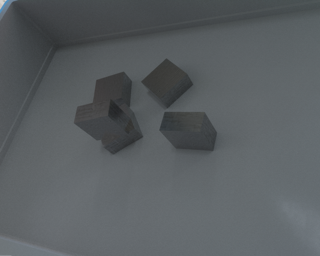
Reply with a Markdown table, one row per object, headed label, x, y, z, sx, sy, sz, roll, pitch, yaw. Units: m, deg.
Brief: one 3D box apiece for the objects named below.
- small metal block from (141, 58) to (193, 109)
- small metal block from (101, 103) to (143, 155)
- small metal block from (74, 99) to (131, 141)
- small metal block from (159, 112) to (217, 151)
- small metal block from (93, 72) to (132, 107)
| label | x | y | z | sx | sy | sz | roll | pitch | yaw |
| --- | --- | --- | --- | --- | --- | --- | --- | --- | --- |
| small metal block | 0.010 | -0.064 | 0.440 | 0.050 | 0.025 | 0.050 | -43 | 51 | -2 |
| small metal block | -0.058 | 0.001 | 0.436 | 0.050 | 0.025 | 0.050 | -31 | 52 | 8 |
| small metal block | -0.074 | -0.009 | 0.402 | 0.050 | 0.050 | 0.025 | -11 | 58 | 22 |
| small metal block | 0.035 | 0.004 | 0.369 | 0.050 | 0.050 | 0.025 | 2 | 63 | 29 |
| small metal block | -0.073 | -0.054 | 0.477 | 0.050 | 0.025 | 0.050 | -13 | 56 | 21 |
